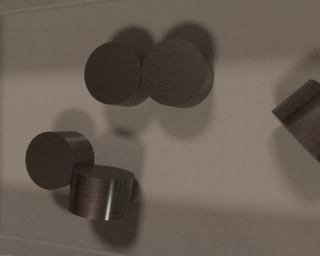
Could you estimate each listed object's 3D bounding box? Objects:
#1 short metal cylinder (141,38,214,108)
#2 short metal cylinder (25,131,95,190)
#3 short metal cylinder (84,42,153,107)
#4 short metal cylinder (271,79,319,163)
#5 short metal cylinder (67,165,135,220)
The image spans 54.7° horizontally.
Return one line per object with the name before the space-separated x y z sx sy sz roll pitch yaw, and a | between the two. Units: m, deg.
short metal cylinder | 0.023 -0.066 0.388 0.080 0.050 0.079 0 90 19
short metal cylinder | -0.143 0.045 0.446 0.080 0.050 0.079 0 90 19
short metal cylinder | -0.053 -0.069 0.415 0.080 0.050 0.079 0 90 19
short metal cylinder | 0.164 -0.004 0.324 0.050 0.080 0.080 -43 77 15
short metal cylinder | -0.077 0.082 0.407 0.080 0.080 0.050 10 93 19
